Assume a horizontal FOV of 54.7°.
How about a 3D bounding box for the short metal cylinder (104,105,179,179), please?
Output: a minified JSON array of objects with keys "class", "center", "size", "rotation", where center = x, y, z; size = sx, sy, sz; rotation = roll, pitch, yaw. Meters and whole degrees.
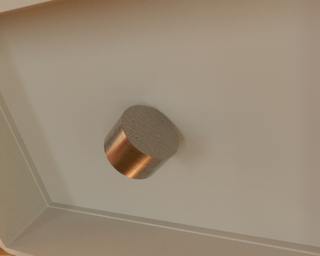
[{"class":"short metal cylinder","center":[-0.023,0.018,0.392],"size":[0.080,0.080,0.050],"rotation":[41,129,-1]}]
